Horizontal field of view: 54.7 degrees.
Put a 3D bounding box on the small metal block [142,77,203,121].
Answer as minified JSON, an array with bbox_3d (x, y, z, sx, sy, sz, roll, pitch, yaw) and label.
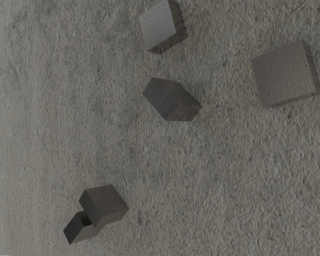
[{"bbox_3d":[0.015,-0.034,0.376,0.050,0.050,0.025,50,119,28],"label":"small metal block"}]

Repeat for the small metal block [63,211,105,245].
[{"bbox_3d":[-0.114,0.151,0.483,0.050,0.050,0.025,-52,60,27],"label":"small metal block"}]

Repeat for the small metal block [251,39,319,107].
[{"bbox_3d":[0.123,-0.051,0.303,0.050,0.025,0.050,-18,79,38],"label":"small metal block"}]

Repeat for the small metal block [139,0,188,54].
[{"bbox_3d":[0.004,-0.131,0.402,0.050,0.025,0.050,-22,76,38],"label":"small metal block"}]

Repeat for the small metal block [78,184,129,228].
[{"bbox_3d":[-0.083,0.114,0.457,0.050,0.050,0.025,47,118,30],"label":"small metal block"}]
